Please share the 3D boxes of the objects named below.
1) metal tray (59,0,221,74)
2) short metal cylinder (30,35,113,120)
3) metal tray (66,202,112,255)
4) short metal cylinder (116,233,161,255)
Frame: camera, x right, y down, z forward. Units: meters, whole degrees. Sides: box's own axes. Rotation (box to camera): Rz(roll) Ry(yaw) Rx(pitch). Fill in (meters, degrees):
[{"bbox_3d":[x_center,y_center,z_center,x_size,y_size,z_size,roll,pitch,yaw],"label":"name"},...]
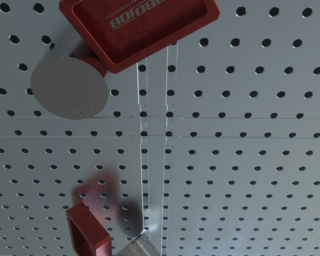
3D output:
[{"bbox_3d":[-0.019,-0.120,0.305,0.130,0.030,0.090,-24,126,19],"label":"metal tray"},{"bbox_3d":[-0.095,-0.056,0.347,0.081,0.050,0.079,0,130,0],"label":"short metal cylinder"},{"bbox_3d":[-0.122,0.202,0.541,0.030,0.090,0.129,-28,141,-34],"label":"metal tray"},{"bbox_3d":[-0.045,0.239,0.570,0.050,0.080,0.080,51,121,9],"label":"short metal cylinder"}]
